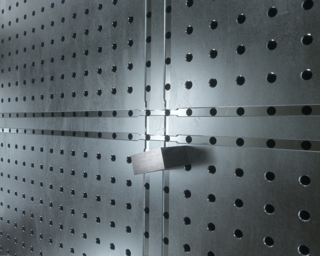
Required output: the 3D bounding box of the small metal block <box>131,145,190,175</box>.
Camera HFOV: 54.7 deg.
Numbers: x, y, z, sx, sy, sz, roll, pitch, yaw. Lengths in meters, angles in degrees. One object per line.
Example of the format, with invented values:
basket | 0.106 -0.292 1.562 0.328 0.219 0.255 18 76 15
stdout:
small metal block | 0.000 0.041 0.391 0.050 0.050 0.025 -18 79 38
